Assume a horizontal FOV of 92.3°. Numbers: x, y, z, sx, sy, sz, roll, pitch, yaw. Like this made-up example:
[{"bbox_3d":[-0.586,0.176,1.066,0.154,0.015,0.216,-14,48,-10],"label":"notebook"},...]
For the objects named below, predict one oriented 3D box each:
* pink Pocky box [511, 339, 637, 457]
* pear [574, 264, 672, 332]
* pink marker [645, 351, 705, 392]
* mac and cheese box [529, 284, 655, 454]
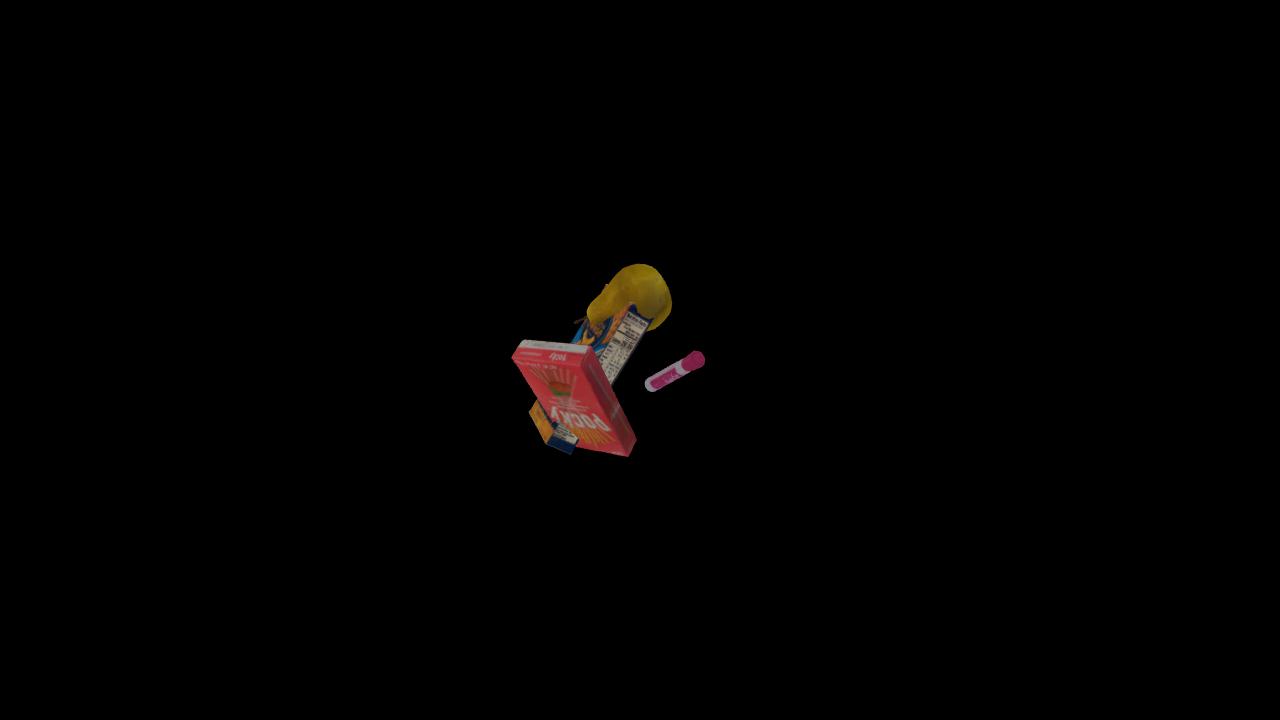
[{"bbox_3d":[-0.065,0.043,0.647,0.084,0.029,0.155,7,-39,27],"label":"pink Pocky box"},{"bbox_3d":[-0.022,-0.062,0.690,0.111,0.080,0.080,-24,2,-4],"label":"pear"},{"bbox_3d":[0.038,0.014,0.697,0.020,0.020,0.121,0,-16,-25],"label":"pink marker"},{"bbox_3d":[-0.059,0.008,0.707,0.041,0.184,0.093,28,7,-27],"label":"mac and cheese box"}]
